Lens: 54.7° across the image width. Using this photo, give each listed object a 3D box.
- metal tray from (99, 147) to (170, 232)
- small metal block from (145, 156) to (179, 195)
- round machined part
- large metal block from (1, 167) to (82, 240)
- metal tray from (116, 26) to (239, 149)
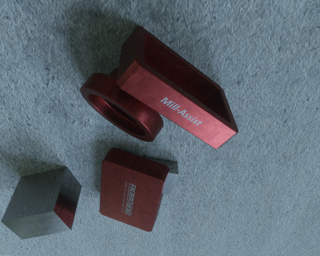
[{"bbox_3d":[-0.042,0.097,0.468,0.090,0.030,0.129,18,130,8],"label":"metal tray"},{"bbox_3d":[-0.004,0.073,0.470,0.050,0.025,0.050,11,129,-9],"label":"small metal block"},{"bbox_3d":[-0.036,-0.030,0.348,0.098,0.042,0.098,31,164,10],"label":"round machined part"},{"bbox_3d":[-0.173,0.112,0.464,0.080,0.080,0.050,-13,129,10],"label":"large metal block"},{"bbox_3d":[0.019,-0.043,0.327,0.131,0.090,0.030,31,121,-24],"label":"metal tray"}]
